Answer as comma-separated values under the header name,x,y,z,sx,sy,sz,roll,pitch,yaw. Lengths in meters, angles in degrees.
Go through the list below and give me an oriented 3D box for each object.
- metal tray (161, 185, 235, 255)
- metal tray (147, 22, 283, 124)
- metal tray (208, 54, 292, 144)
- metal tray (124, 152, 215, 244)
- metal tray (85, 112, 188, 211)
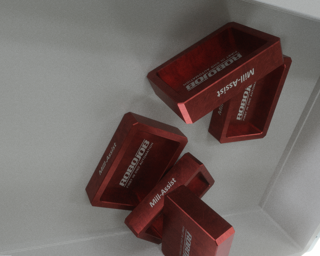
name,x,y,z,sx,sy,sz,roll,pitch,yaw
metal tray,0.043,0.149,0.404,0.030,0.090,0.129,-25,134,-32
metal tray,0.060,-0.068,0.356,0.130,0.090,0.030,-33,129,-7
metal tray,0.128,-0.044,0.447,0.091,0.030,0.129,-5,121,-26
metal tray,0.019,0.105,0.451,0.130,0.030,0.090,-47,147,-6
metal tray,-0.032,0.051,0.419,0.091,0.030,0.129,18,109,-35
